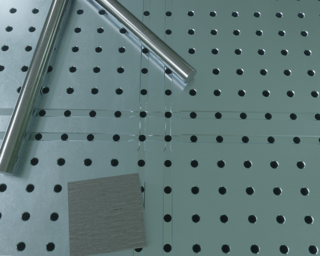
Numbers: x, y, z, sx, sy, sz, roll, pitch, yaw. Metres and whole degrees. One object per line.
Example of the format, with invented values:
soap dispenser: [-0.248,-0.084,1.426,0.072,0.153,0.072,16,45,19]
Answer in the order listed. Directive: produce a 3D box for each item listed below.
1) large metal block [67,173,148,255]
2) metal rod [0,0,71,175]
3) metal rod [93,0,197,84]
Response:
large metal block: [-0.059,0.102,0.361,0.081,0.050,0.080,-7,70,-3]
metal rod: [-0.173,-0.082,0.439,0.025,0.025,0.299,9,70,3]
metal rod: [-0.060,-0.174,0.474,0.025,0.025,0.300,-42,76,-14]
